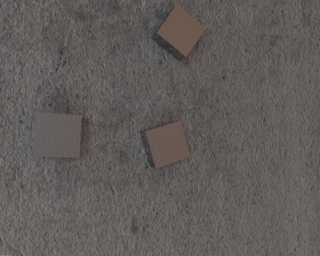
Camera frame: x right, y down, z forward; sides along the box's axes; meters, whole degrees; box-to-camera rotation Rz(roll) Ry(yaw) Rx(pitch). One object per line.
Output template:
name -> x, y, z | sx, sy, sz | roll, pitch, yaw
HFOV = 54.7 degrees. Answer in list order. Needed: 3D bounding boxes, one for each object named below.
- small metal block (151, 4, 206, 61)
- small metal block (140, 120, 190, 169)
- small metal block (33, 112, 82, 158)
small metal block -> 0.024, -0.128, 0.418 | 0.050, 0.025, 0.050 | 36, 78, -17
small metal block -> 0.007, 0.021, 0.411 | 0.050, 0.025, 0.050 | -17, 96, -19
small metal block -> -0.120, 0.008, 0.364 | 0.050, 0.025, 0.050 | 4, 89, -20
